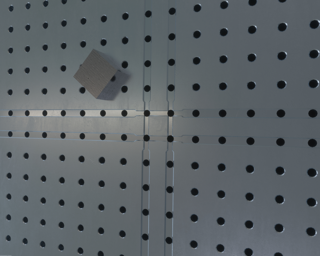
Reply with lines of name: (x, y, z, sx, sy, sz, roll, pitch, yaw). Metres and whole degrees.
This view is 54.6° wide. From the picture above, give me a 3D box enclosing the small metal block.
small metal block: (-0.087, -0.076, 0.444, 0.050, 0.025, 0.050, 43, 103, 15)
